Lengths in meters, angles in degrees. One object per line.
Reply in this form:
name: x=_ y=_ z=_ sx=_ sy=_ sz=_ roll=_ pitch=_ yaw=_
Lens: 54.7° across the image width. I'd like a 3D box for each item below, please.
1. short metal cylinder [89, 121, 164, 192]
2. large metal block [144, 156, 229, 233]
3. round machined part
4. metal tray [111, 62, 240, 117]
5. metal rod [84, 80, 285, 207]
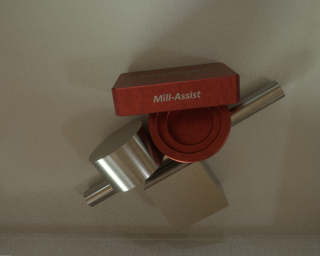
short metal cylinder: x=-0.042 y=0.035 z=0.393 sx=0.080 sy=0.080 sz=0.050 roll=-32 pitch=107 yaw=10
large metal block: x=0.035 y=0.082 z=0.426 sx=0.080 sy=0.050 sz=0.080 roll=-31 pitch=108 yaw=10
round machined part: x=0.038 y=-0.006 z=0.384 sx=0.098 sy=0.042 sz=0.097 roll=-1 pitch=85 yaw=14
metal tray: x=0.017 y=-0.047 z=0.357 sx=0.131 sy=0.090 sz=0.030 roll=-6 pitch=110 yaw=1
metal rod: x=0.025 y=0.026 z=0.420 sx=0.300 sy=0.025 sz=0.025 roll=-31 pitch=108 yaw=10
